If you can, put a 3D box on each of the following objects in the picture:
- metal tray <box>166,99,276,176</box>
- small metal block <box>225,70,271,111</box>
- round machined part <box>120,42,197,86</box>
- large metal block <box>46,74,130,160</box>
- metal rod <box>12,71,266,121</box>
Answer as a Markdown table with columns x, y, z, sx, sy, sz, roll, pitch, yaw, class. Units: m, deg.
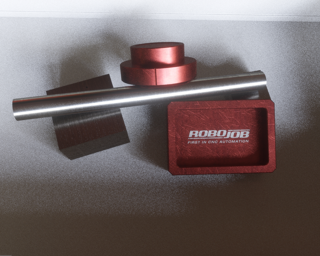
| x | y | z | sx | sy | sz | roll | pitch | yaw | class |
| --- | --- | --- | --- | --- | --- | --- | --- | --- | --- |
| 0.074 | 0.011 | 0.387 | 0.131 | 0.030 | 0.089 | -1 | 89 | -2 | metal tray |
| 0.119 | -0.048 | 0.427 | 0.050 | 0.025 | 0.050 | -11 | 71 | -4 | small metal block |
| -0.002 | -0.086 | 0.399 | 0.099 | 0.098 | 0.042 | -4 | 111 | -2 | round machined part |
| -0.090 | -0.013 | 0.398 | 0.081 | 0.050 | 0.080 | -17 | 71 | -7 | large metal block |
| -0.014 | -0.041 | 0.375 | 0.302 | 0.025 | 0.025 | -8 | 70 | -11 | metal rod |
